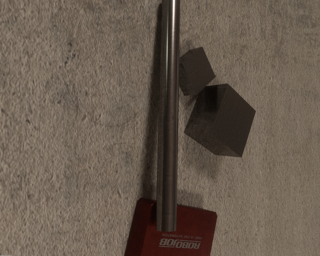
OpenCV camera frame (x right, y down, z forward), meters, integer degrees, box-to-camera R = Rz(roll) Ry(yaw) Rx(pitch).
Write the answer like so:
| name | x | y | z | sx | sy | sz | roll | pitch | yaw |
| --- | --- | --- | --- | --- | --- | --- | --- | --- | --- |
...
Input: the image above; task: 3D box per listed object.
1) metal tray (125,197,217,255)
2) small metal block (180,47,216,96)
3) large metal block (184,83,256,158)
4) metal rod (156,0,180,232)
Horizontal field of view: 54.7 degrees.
| name | x | y | z | sx | sy | sz | roll | pitch | yaw |
| --- | --- | --- | --- | --- | --- | --- | --- | --- | --- |
| metal tray | 0.019 | 0.150 | 0.420 | 0.131 | 0.030 | 0.090 | 21 | 77 | -38 |
| small metal block | 0.048 | -0.082 | 0.447 | 0.050 | 0.025 | 0.050 | -44 | 117 | -31 |
| large metal block | 0.093 | -0.010 | 0.469 | 0.080 | 0.050 | 0.080 | 35 | 69 | -35 |
| metal rod | 0.011 | -0.026 | 0.394 | 0.025 | 0.025 | 0.298 | 10 | 77 | -40 |
